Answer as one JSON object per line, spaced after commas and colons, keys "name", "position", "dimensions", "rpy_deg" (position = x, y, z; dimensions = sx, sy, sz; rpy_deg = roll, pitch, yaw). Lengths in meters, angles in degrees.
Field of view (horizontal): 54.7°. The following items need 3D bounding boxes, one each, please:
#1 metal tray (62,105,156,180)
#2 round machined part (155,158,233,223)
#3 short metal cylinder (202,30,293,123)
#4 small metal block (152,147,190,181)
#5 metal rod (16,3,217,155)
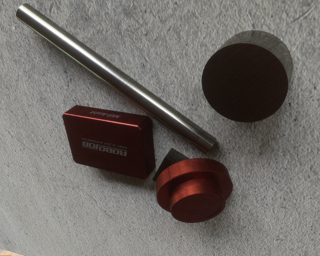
{"name": "metal tray", "position": [-0.074, 0.020, 0.455], "dimensions": [0.130, 0.030, 0.089], "rpy_deg": [10, 123, 23]}
{"name": "round machined part", "position": [0.045, 0.086, 0.395], "dimensions": [0.099, 0.042, 0.097], "rpy_deg": [-5, 134, -5]}
{"name": "short metal cylinder", "position": [0.088, -0.052, 0.312], "dimensions": [0.080, 0.050, 0.079], "rpy_deg": [13, 124, 21]}
{"name": "small metal block", "position": [0.024, 0.064, 0.434], "dimensions": [0.050, 0.025, 0.050], "rpy_deg": [32, 129, 7]}
{"name": "metal rod", "position": [-0.058, -0.064, 0.397], "dimensions": [0.301, 0.025, 0.025], "rpy_deg": [36, 129, 4]}
